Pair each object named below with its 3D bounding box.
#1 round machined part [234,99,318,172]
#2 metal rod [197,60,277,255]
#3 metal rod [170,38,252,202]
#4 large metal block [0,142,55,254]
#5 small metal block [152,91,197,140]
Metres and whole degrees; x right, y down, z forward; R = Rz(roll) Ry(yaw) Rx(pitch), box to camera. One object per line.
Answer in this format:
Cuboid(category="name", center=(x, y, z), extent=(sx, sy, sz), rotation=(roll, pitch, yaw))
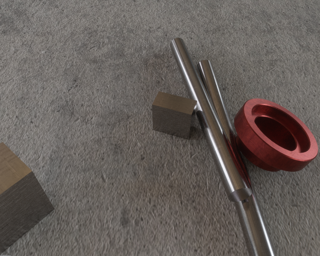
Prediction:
Cuboid(category="round machined part", center=(0.131, 0.013, 0.369), extent=(0.099, 0.042, 0.098), rotation=(17, 41, -15))
Cuboid(category="metal rod", center=(0.085, 0.017, 0.389), extent=(0.025, 0.025, 0.300), rotation=(-4, 50, -4))
Cuboid(category="metal rod", center=(0.055, -0.037, 0.418), extent=(0.025, 0.025, 0.300), rotation=(-7, 46, -7))
Cuboid(category="large metal block", center=(-0.162, 0.074, 0.303), extent=(0.050, 0.080, 0.080), rotation=(34, 58, 25))
Cuboid(category="small metal block", center=(0.018, -0.016, 0.400), extent=(0.050, 0.050, 0.025), rotation=(15, 52, 12))
